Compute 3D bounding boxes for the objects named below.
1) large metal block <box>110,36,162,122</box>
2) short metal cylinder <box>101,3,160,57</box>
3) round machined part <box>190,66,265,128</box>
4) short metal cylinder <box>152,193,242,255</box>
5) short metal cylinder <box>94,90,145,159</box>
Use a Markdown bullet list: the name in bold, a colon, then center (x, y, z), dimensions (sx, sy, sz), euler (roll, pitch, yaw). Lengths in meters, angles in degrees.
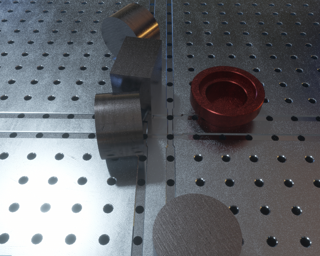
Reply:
- **large metal block**: center (-0.029, -0.068, 0.428), dimensions (0.050, 0.080, 0.080), euler (8, 51, 6)
- **short metal cylinder**: center (-0.047, -0.151, 0.499), dimensions (0.080, 0.080, 0.050), euler (29, 56, 22)
- **round machined part**: center (0.090, -0.039, 0.430), dimensions (0.099, 0.042, 0.098), euler (0, 50, 0)
- **short metal cylinder**: center (0.033, 0.111, 0.298), dimensions (0.081, 0.050, 0.080), euler (0, 50, 0)
- **short metal cylinder**: center (-0.047, -0.004, 0.374), dimensions (0.050, 0.080, 0.080), euler (-5, 50, -4)
